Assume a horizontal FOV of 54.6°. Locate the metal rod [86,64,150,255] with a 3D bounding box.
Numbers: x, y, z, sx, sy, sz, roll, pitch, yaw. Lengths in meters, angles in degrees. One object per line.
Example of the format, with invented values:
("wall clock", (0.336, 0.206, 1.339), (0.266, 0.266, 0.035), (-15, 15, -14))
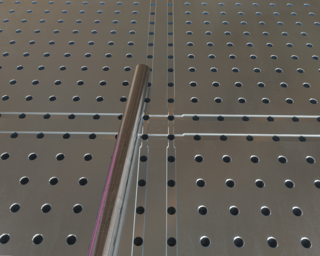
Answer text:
("metal rod", (-0.044, 0.024, 0.386), (0.025, 0.025, 0.300), (5, 50, 4))
